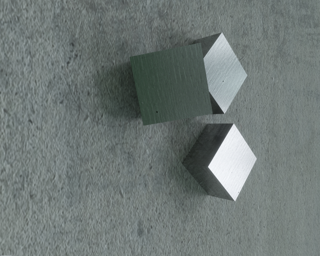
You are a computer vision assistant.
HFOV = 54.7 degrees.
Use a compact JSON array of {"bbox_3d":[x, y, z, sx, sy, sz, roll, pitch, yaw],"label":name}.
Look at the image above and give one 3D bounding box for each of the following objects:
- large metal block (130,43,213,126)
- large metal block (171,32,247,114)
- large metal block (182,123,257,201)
[{"bbox_3d":[0.015,-0.052,0.373,0.050,0.080,0.079,-64,144,-78],"label":"large metal block"},{"bbox_3d":[0.072,-0.076,0.448,0.080,0.050,0.080,50,61,-29],"label":"large metal block"},{"bbox_3d":[0.091,0.049,0.464,0.080,0.050,0.080,51,60,-28],"label":"large metal block"}]
